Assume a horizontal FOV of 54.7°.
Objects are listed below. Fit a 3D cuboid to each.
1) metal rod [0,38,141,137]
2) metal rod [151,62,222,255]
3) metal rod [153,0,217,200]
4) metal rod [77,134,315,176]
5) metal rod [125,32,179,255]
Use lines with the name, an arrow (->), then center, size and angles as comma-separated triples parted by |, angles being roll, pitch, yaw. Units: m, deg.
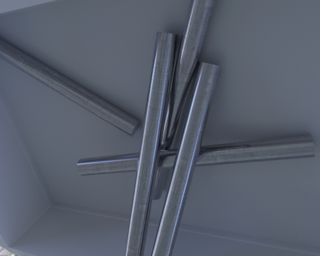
metal rod -> -0.162, -0.074, 0.448 | 0.301, 0.025, 0.025 | 30, 128, 8
metal rod -> 0.022, 0.073, 0.367 | 0.025, 0.025, 0.298 | 17, 102, 18
metal rod -> 0.018, -0.017, 0.388 | 0.025, 0.025, 0.298 | 23, 127, 14
metal rod -> 0.027, 0.038, 0.390 | 0.301, 0.025, 0.025 | -8, 115, 22
metal rod -> -0.014, 0.039, 0.377 | 0.025, 0.025, 0.298 | 14, 105, 20
